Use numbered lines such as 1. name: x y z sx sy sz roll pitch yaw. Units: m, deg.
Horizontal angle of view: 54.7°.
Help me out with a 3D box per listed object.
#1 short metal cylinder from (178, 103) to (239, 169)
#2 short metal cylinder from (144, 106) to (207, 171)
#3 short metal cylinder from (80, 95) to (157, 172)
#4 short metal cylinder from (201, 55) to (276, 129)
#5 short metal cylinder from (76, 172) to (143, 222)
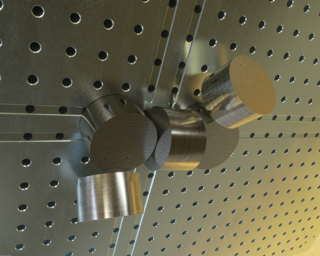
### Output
1. short metal cylinder: 0.064 0.011 0.438 0.081 0.050 0.079 -14 125 -21
2. short metal cylinder: 0.014 0.014 0.393 0.050 0.080 0.079 5 116 -31
3. short metal cylinder: -0.050 0.007 0.372 0.081 0.050 0.079 -14 125 -21
4. short metal cylinder: 0.100 -0.045 0.396 0.081 0.080 0.050 9 156 -33
5. short metal cylinder: -0.063 0.088 0.389 0.081 0.050 0.080 -7 164 -2
